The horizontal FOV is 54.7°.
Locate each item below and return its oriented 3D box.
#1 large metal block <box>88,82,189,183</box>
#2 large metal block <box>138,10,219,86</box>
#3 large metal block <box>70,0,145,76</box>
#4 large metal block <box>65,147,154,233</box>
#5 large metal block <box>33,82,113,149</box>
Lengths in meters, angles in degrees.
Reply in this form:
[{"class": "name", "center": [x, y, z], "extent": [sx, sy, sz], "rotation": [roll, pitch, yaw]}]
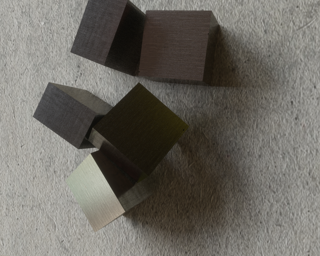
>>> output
[{"class": "large metal block", "center": [-0.026, 0.007, 0.374], "extent": [0.080, 0.050, 0.080], "rotation": [41, 64, -1]}, {"class": "large metal block", "center": [0.024, -0.098, 0.387], "extent": [0.080, 0.050, 0.079], "rotation": [8, 93, 19]}, {"class": "large metal block", "center": [-0.059, -0.119, 0.400], "extent": [0.050, 0.080, 0.080], "rotation": [24, 98, 18]}, {"class": "large metal block", "center": [-0.068, 0.077, 0.405], "extent": [0.080, 0.050, 0.080], "rotation": [-42, 76, 40]}, {"class": "large metal block", "center": [-0.104, -0.016, 0.415], "extent": [0.080, 0.080, 0.050], "rotation": [32, 100, 18]}]
